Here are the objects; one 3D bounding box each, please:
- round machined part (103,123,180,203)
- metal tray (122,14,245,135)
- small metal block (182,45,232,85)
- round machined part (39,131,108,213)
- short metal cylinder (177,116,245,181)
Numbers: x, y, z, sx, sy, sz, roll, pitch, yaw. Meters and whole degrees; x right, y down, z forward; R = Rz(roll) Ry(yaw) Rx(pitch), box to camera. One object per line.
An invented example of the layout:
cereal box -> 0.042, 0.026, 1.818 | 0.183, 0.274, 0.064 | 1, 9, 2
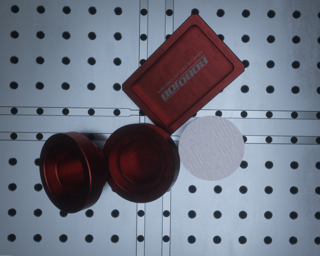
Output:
round machined part -> -0.021, 0.042, 0.394 | 0.098, 0.042, 0.097 | 2, 95, 20
metal tray -> 0.028, -0.064, 0.390 | 0.130, 0.030, 0.090 | -42, 92, 18
small metal block -> 0.063, -0.087, 0.414 | 0.050, 0.025, 0.050 | 41, 90, -1
round machined part -> -0.104, 0.052, 0.388 | 0.098, 0.042, 0.097 | 5, 99, 35
short metal cylinder -> 0.063, 0.025, 0.401 | 0.081, 0.050, 0.079 | 0, 90, 0
